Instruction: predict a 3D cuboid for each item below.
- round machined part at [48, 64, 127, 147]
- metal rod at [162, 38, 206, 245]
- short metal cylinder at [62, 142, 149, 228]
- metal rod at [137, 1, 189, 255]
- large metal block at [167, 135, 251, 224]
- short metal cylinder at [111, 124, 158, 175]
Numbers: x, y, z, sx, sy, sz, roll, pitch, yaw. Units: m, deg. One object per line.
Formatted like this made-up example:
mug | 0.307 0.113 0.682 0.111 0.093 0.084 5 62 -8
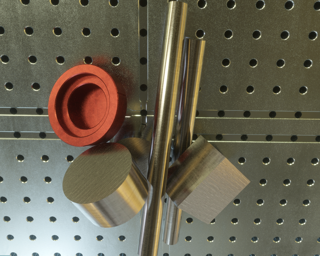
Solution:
round machined part | -0.083 -0.025 0.378 0.098 0.042 0.097 -2 84 22
metal rod | 0.030 0.032 0.425 0.025 0.025 0.298 5 110 -2
short metal cylinder | -0.059 0.062 0.346 0.080 0.080 0.050 -19 131 7
metal rod | 0.003 0.004 0.369 0.025 0.025 0.298 7 93 -3
large metal block | 0.058 0.069 0.401 0.080 0.050 0.080 -47 134 3
short metal cylinder | -0.033 0.040 0.414 0.081 0.050 0.079 0 110 0
